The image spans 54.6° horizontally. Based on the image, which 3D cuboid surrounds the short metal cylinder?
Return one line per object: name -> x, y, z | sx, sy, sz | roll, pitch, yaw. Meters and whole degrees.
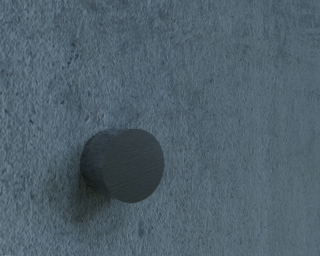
short metal cylinder -> -0.042, 0.040, 0.352 | 0.081, 0.050, 0.080 | 0, 90, -40
